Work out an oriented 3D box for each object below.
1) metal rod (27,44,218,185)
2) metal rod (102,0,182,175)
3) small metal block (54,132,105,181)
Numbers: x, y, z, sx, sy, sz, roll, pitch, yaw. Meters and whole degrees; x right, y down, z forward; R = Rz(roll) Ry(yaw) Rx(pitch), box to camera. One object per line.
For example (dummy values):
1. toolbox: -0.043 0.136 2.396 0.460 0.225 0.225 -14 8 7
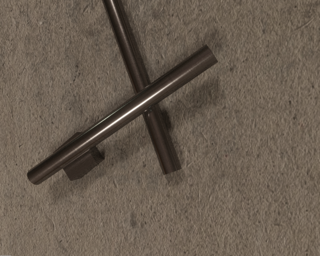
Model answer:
1. metal rod: -0.060 -0.008 0.401 0.300 0.025 0.025 -33 80 17
2. metal rod: -0.034 -0.083 0.419 0.025 0.025 0.299 -22 83 18
3. small metal block: -0.118 0.041 0.449 0.050 0.025 0.050 -39 78 15
